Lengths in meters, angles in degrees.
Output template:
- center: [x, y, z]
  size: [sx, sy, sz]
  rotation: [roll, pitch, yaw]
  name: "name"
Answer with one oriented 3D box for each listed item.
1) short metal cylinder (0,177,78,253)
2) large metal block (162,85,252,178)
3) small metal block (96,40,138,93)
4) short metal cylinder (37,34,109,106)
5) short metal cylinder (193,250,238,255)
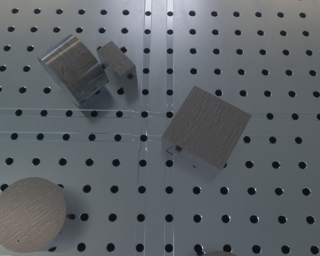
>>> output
- center: [-0.143, 0.101, 0.360]
  size: [0.081, 0.050, 0.080]
  rotation: [0, 70, 0]
  name: "short metal cylinder"
- center: [0.057, 0.006, 0.397]
  size: [0.080, 0.050, 0.080]
  rotation: [30, 73, 10]
  name: "large metal block"
- center: [-0.058, -0.083, 0.429]
  size: [0.025, 0.050, 0.050]
  rotation: [-39, 75, -13]
  name: "small metal block"
- center: [-0.114, -0.075, 0.409]
  size: [0.050, 0.080, 0.080]
  rotation: [-42, 76, -14]
  name: "short metal cylinder"
- center: [0.062, 0.175, 0.335]
  size: [0.081, 0.050, 0.080]
  rotation: [0, 70, 0]
  name: "short metal cylinder"
